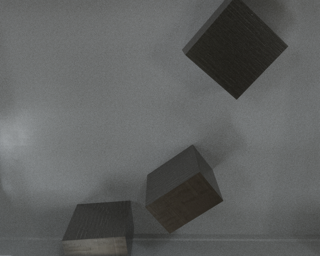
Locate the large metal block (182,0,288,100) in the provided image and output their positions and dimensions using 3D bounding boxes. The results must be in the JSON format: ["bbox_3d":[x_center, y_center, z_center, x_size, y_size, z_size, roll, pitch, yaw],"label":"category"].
[{"bbox_3d":[0.084,-0.094,0.365,0.080,0.050,0.080,38,105,-13],"label":"large metal block"}]

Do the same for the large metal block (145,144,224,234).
[{"bbox_3d":[0.029,0.078,0.411,0.080,0.080,0.050,-35,107,12],"label":"large metal block"}]

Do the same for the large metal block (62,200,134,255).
[{"bbox_3d":[-0.082,0.149,0.436,0.081,0.080,0.050,-4,110,1],"label":"large metal block"}]
